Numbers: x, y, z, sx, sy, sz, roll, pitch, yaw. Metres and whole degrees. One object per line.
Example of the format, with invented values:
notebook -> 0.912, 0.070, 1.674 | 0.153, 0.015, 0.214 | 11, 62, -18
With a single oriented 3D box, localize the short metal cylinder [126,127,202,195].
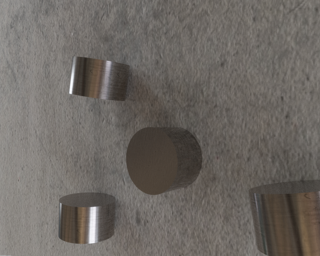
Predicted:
short metal cylinder -> 0.004, 0.039, 0.383 | 0.080, 0.050, 0.079 | 0, 90, 39

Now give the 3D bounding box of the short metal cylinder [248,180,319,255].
short metal cylinder -> 0.122, 0.076, 0.268 | 0.080, 0.081, 0.050 | -12, 83, 39

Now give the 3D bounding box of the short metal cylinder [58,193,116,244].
short metal cylinder -> -0.107, 0.129, 0.455 | 0.080, 0.081, 0.050 | 4, 93, 39

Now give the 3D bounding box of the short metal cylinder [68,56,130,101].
short metal cylinder -> -0.086, -0.069, 0.437 | 0.080, 0.081, 0.050 | 14, 99, 39
